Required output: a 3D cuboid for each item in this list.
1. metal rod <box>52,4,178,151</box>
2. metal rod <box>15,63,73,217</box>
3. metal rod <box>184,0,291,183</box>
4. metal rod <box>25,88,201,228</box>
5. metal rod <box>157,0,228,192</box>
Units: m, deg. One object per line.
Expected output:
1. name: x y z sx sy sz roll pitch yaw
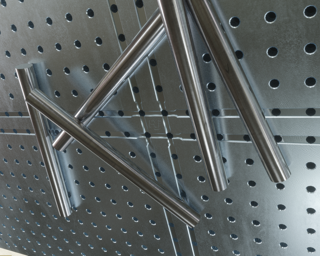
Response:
1. metal rod: -0.077 -0.049 0.419 0.025 0.025 0.299 46 129 -4
2. metal rod: -0.193 0.037 0.532 0.025 0.025 0.298 10 123 22
3. metal rod: 0.072 -0.067 0.330 0.025 0.025 0.299 -19 109 35
4. metal rod: -0.062 0.047 0.449 0.300 0.025 0.025 39 129 -8
5. metal rod: 0.036 -0.047 0.344 0.025 0.025 0.298 -2 123 29
